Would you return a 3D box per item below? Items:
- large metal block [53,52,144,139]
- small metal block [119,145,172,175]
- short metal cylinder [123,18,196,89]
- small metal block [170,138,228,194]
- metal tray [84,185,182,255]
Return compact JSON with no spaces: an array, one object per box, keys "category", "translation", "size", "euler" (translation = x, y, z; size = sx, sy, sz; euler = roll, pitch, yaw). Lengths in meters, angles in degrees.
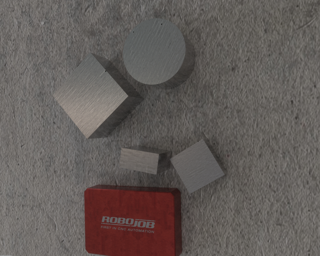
[{"category":"large metal block","translation":[-0.084,-0.042,0.425],"size":[0.080,0.050,0.080],"euler":[-44,77,14]},{"category":"small metal block","translation":[-0.017,0.040,0.402],"size":[0.050,0.050,0.025],"euler":[8,93,20]},{"category":"short metal cylinder","translation":[0.000,-0.092,0.395],"size":[0.080,0.050,0.079],"euler":[0,90,20]},{"category":"small metal block","translation":[0.049,0.047,0.392],"size":[0.050,0.025,0.050],"euler":[-33,80,17]},{"category":"metal tray","translation":[-0.038,0.126,0.420],"size":[0.130,0.030,0.089],"euler":[-1,90,19]}]
